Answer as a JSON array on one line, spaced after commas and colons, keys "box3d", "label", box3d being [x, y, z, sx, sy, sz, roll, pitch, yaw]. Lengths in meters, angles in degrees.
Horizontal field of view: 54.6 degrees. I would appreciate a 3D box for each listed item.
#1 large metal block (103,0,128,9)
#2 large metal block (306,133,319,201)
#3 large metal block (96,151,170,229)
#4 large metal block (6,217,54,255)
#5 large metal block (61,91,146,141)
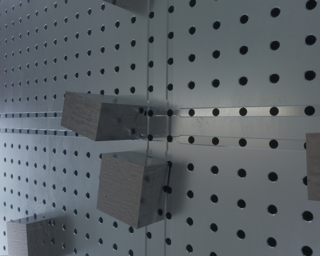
[{"box3d": [-0.074, -0.238, 0.456, 0.080, 0.050, 0.080, 48, 119, 29], "label": "large metal block"}, {"box3d": [0.166, 0.027, 0.236, 0.080, 0.081, 0.050, -2, 89, 40], "label": "large metal block"}, {"box3d": [-0.038, 0.080, 0.426, 0.080, 0.050, 0.080, 11, 97, 39], "label": "large metal block"}, {"box3d": [-0.254, 0.220, 0.605, 0.080, 0.050, 0.080, -10, 83, 39], "label": "large metal block"}, {"box3d": [-0.080, -0.017, 0.441, 0.080, 0.081, 0.050, 19, 102, 38], "label": "large metal block"}]
